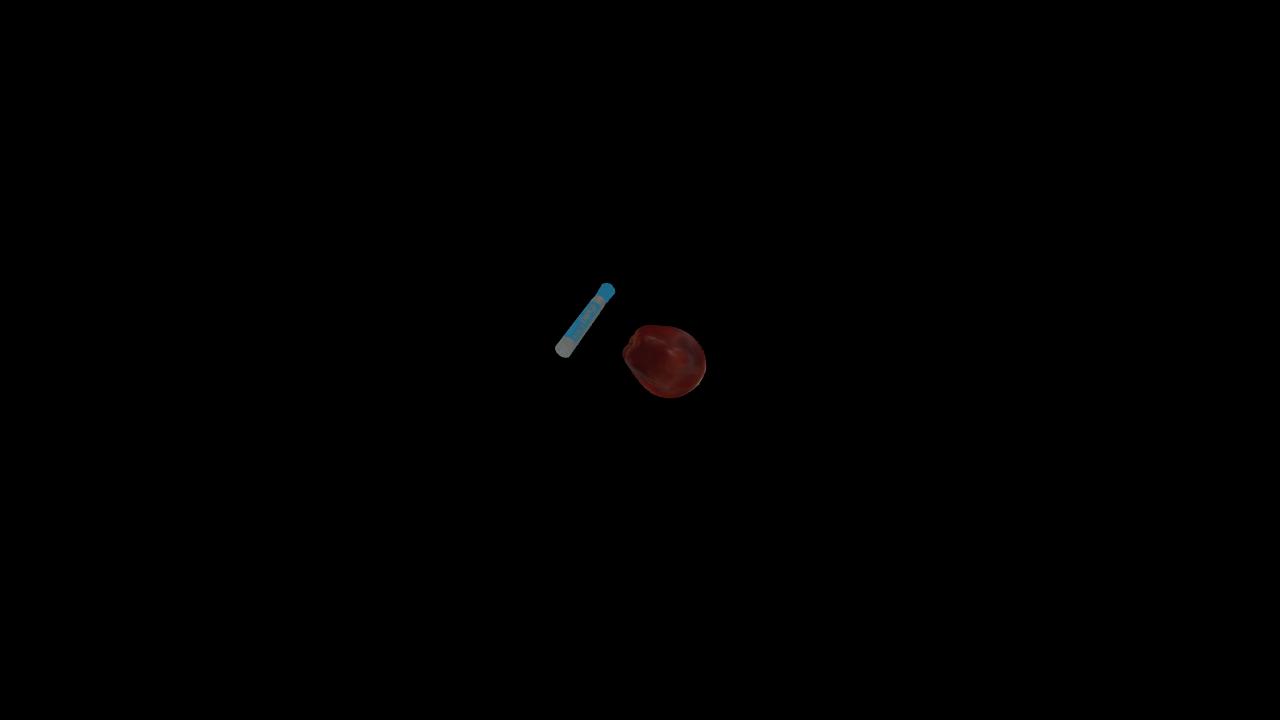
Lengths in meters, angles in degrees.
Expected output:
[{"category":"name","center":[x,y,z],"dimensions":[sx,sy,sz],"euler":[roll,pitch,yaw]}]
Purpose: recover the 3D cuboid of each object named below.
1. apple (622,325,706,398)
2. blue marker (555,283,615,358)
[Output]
[{"category":"apple","center":[0.029,0.001,0.681],"dimensions":[0.093,0.079,0.079],"euler":[31,-8,-14]},{"category":"blue marker","center":[-0.060,-0.049,0.702],"dimensions":[0.020,0.020,0.121],"euler":[0,41,32]}]
